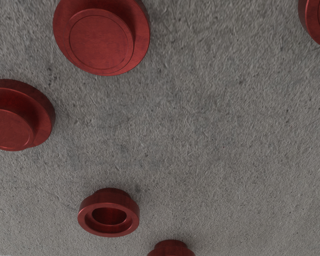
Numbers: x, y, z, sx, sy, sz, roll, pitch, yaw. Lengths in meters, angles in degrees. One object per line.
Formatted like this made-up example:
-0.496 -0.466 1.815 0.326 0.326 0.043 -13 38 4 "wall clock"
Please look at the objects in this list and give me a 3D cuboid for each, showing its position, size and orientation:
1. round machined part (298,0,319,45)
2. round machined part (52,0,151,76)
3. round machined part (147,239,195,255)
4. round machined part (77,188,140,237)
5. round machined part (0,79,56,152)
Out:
0.180 -0.126 0.290 0.099 0.042 0.097 0 130 0 "round machined part"
-0.059 -0.094 0.315 0.099 0.042 0.097 0 130 0 "round machined part"
0.022 0.258 0.616 0.099 0.042 0.097 0 130 0 "round machined part"
-0.082 0.136 0.511 0.099 0.042 0.097 0 130 0 "round machined part"
-0.186 -0.009 0.387 0.099 0.042 0.097 0 130 0 "round machined part"
